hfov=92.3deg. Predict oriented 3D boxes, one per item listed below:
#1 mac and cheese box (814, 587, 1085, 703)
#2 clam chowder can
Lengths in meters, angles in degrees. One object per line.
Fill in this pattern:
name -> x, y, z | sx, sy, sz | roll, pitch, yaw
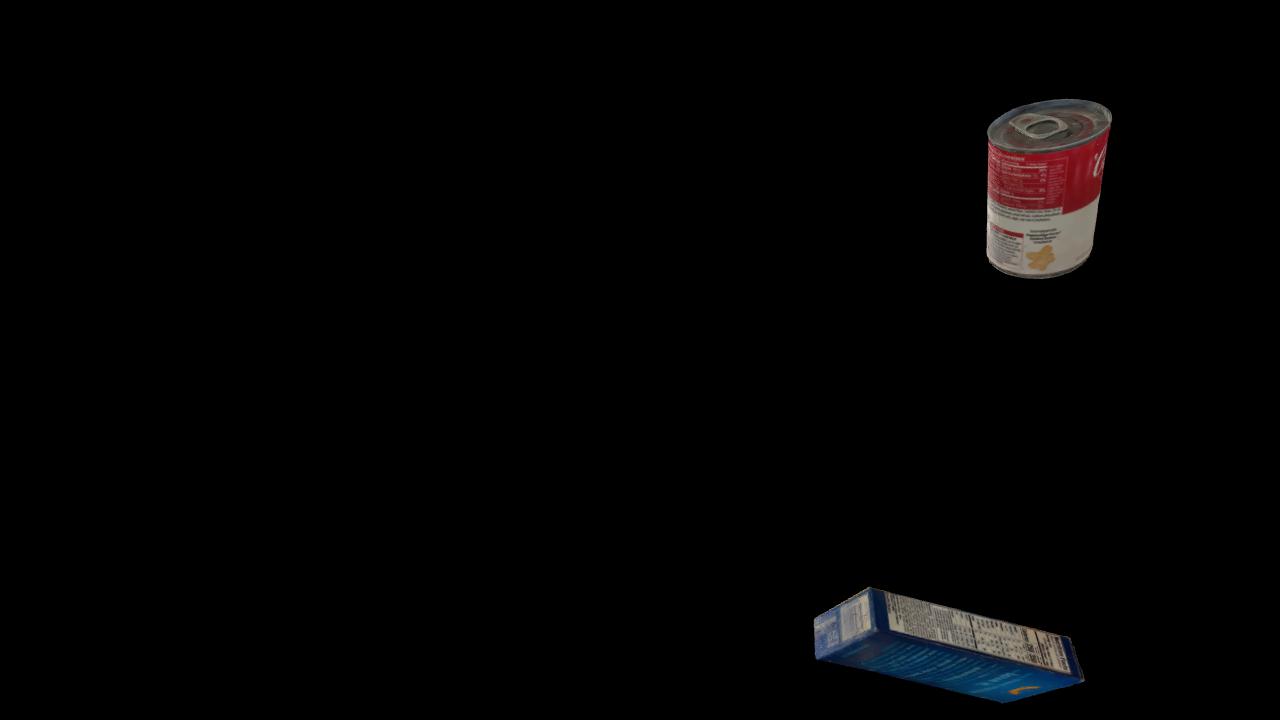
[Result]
mac and cheese box -> 0.252, 0.242, 0.516 | 0.184, 0.041, 0.093 | 16, -42, -8
clam chowder can -> 0.278, -0.116, 0.426 | 0.068, 0.102, 0.068 | -14, 39, 12
